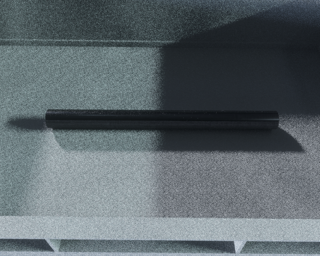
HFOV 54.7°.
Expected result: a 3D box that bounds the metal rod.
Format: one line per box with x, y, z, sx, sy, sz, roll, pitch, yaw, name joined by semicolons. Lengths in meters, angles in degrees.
0.003;-0.012;0.412;0.302;0.025;0.025;0;50;0;metal rod
